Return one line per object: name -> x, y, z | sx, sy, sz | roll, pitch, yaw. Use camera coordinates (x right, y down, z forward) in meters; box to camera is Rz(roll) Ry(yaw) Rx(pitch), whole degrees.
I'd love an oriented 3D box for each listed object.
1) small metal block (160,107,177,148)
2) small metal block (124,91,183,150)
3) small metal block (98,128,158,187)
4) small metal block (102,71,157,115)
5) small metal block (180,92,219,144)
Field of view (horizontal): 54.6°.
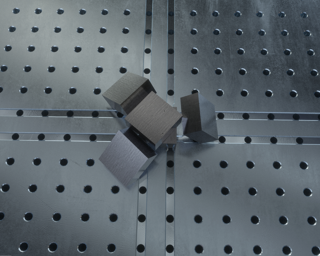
small metal block -> -0.003, -0.001, 0.412 | 0.050, 0.025, 0.050 | 1, 73, 0
small metal block -> -0.008, -0.009, 0.388 | 0.050, 0.025, 0.050 | 40, 74, 12
small metal block -> -0.040, 0.036, 0.385 | 0.050, 0.025, 0.050 | 43, 113, 14
small metal block -> -0.041, -0.046, 0.415 | 0.050, 0.025, 0.050 | -45, 40, -15
small metal block -> 0.051, -0.011, 0.400 | 0.025, 0.050, 0.050 | -15, 67, 30
